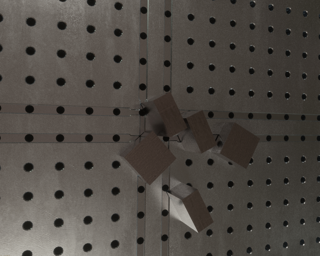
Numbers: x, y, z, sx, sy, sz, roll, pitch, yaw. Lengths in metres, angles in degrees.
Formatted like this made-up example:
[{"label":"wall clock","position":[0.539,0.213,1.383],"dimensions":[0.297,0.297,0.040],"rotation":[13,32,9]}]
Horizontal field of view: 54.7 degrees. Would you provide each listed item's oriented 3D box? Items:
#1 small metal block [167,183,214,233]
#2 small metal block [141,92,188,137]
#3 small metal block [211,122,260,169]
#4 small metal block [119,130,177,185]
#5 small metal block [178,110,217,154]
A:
[{"label":"small metal block","position":[0.040,0.105,0.415],"dimensions":[0.025,0.050,0.050],"rotation":[-30,100,-18]},{"label":"small metal block","position":[0.004,-0.017,0.402],"dimensions":[0.025,0.050,0.050],"rotation":[-29,100,-18]},{"label":"small metal block","position":[0.111,0.025,0.455],"dimensions":[0.050,0.025,0.050],"rotation":[30,80,-18]},{"label":"small metal block","position":[-0.016,0.038,0.408],"dimensions":[0.050,0.025,0.050],"rotation":[-44,104,-15]},{"label":"small metal block","position":[0.045,0.005,0.417],"dimensions":[0.025,0.050,0.050],"rotation":[-27,99,-18]}]
